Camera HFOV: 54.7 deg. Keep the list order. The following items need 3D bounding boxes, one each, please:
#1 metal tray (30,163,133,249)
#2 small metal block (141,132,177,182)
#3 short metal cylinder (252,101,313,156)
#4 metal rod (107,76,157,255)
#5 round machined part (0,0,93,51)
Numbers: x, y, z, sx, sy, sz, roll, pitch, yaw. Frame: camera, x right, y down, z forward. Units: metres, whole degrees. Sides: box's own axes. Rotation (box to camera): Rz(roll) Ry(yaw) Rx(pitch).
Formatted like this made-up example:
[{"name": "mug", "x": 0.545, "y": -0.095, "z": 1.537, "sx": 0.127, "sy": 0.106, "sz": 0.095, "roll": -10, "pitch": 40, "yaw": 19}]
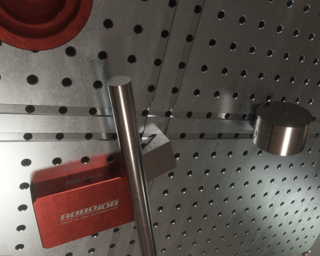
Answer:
[{"name": "metal tray", "x": -0.098, "y": 0.103, "z": 0.420, "sx": 0.131, "sy": 0.030, "sz": 0.089, "roll": -12, "pitch": 124, "yaw": -23}, {"name": "small metal block", "x": -0.008, "y": 0.041, "z": 0.434, "sx": 0.050, "sy": 0.025, "sz": 0.050, "roll": -26, "pitch": 128, "yaw": -12}, {"name": "short metal cylinder", "x": 0.188, "y": -0.001, "z": 0.480, "sx": 0.081, "sy": 0.080, "sz": 0.050, "roll": -15, "pitch": 125, "yaw": -21}, {"name": "metal rod", "x": -0.030, "y": 0.074, "z": 0.402, "sx": 0.025, "sy": 0.025, "sz": 0.298, "roll": -19, "pitch": 126, "yaw": -18}, {"name": "round machined part", "x": -0.111, "y": -0.120, "z": 0.266, "sx": 0.099, "sy": 0.042, "sz": 0.097, "roll": -14, "pitch": 125, "yaw": -21}]
